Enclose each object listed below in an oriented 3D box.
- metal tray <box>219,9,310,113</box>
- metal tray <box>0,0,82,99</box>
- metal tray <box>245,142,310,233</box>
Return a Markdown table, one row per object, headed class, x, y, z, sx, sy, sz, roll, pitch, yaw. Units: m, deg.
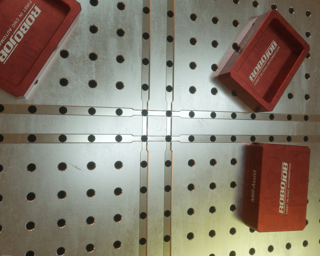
| class | x | y | z | sx | sy | sz | roll | pitch | yaw |
| --- | --- | --- | --- | --- | --- | --- | --- | --- | --- |
| metal tray | 0.160 | -0.099 | 0.467 | 0.090 | 0.030 | 0.130 | 38 | 78 | -16 |
| metal tray | -0.162 | -0.110 | 0.350 | 0.090 | 0.030 | 0.130 | 32 | 79 | -17 |
| metal tray | 0.182 | 0.090 | 0.477 | 0.091 | 0.030 | 0.129 | 5 | 88 | -20 |
